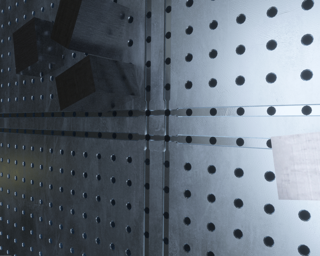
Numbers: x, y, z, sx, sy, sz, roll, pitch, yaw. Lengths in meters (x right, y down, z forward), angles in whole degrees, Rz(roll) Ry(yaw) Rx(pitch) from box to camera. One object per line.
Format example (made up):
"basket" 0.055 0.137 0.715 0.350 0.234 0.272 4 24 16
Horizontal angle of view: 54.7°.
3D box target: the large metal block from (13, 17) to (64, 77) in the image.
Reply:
"large metal block" -0.227 -0.147 0.577 0.080 0.050 0.080 -13 82 39

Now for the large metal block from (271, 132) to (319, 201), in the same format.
"large metal block" 0.147 0.027 0.251 0.080 0.081 0.050 -9 84 39

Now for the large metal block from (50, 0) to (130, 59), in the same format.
"large metal block" -0.102 -0.154 0.455 0.050 0.081 0.079 34 111 34

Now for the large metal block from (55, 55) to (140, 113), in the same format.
"large metal block" -0.089 -0.059 0.445 0.080 0.081 0.050 -20 78 38
